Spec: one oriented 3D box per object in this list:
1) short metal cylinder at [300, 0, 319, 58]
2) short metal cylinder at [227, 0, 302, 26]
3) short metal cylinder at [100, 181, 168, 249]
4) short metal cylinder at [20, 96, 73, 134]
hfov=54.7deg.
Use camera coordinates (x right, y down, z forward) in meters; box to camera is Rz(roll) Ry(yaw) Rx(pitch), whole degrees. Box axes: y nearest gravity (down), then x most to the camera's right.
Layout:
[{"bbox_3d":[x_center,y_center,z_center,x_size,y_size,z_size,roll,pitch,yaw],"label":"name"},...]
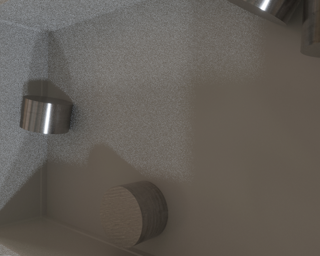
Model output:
[{"bbox_3d":[0.155,-0.087,0.242,0.080,0.081,0.050,5,93,40],"label":"short metal cylinder"},{"bbox_3d":[0.096,-0.138,0.292,0.080,0.081,0.050,40,114,32],"label":"short metal cylinder"},{"bbox_3d":[-0.036,0.115,0.420,0.080,0.050,0.080,0,90,40],"label":"short metal cylinder"},{"bbox_3d":[-0.195,-0.024,0.532,0.080,0.081,0.050,18,102,38],"label":"short metal cylinder"}]
